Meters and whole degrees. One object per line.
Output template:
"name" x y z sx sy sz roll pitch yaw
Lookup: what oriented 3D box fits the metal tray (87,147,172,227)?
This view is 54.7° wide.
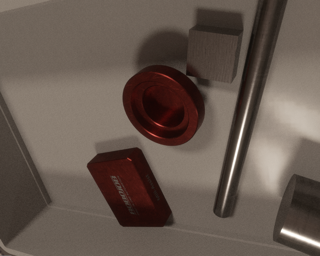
"metal tray" -0.048 0.097 0.489 0.090 0.030 0.129 -12 113 32

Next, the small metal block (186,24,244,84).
"small metal block" 0.057 -0.079 0.329 0.050 0.025 0.050 14 124 19

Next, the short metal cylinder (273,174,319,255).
"short metal cylinder" 0.165 0.098 0.347 0.050 0.080 0.079 18 126 17

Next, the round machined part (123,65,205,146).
"round machined part" 0.008 -0.030 0.369 0.098 0.042 0.097 17 130 22

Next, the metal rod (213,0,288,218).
"metal rod" 0.095 -0.008 0.352 0.025 0.025 0.298 16 125 18
